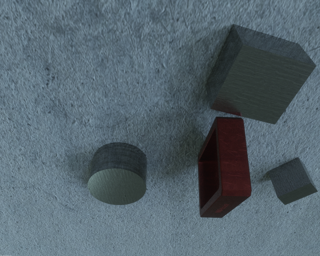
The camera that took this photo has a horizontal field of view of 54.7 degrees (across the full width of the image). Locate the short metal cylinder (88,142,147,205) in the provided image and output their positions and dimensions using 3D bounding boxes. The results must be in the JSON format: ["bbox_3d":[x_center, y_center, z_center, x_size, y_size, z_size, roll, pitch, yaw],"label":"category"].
[{"bbox_3d":[-0.059,0.067,0.447,0.081,0.050,0.079,0,130,0],"label":"short metal cylinder"}]

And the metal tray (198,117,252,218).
[{"bbox_3d":[0.073,0.054,0.382,0.030,0.090,0.129,2,154,-2],"label":"metal tray"}]

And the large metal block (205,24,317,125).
[{"bbox_3d":[0.106,-0.058,0.344,0.081,0.050,0.079,13,129,-11],"label":"large metal block"}]

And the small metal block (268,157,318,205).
[{"bbox_3d":[0.196,0.079,0.461,0.050,0.050,0.025,-32,123,24],"label":"small metal block"}]
